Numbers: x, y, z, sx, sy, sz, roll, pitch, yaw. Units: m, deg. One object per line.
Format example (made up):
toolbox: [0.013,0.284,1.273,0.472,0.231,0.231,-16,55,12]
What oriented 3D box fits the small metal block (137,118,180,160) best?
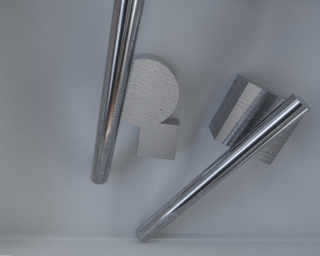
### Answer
small metal block: [-0.002,0.013,0.416,0.050,0.025,0.050,7,110,-3]

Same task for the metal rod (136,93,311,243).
metal rod: [0.061,0.067,0.398,0.025,0.025,0.299,35,121,-13]

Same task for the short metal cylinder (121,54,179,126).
short metal cylinder: [-0.018,-0.048,0.380,0.081,0.050,0.079,0,110,-1]

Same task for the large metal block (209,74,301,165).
large metal block: [0.120,-0.011,0.396,0.080,0.050,0.080,24,108,-9]

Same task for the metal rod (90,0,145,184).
metal rod: [-0.051,-0.032,0.334,0.025,0.025,0.298,14,135,-6]
